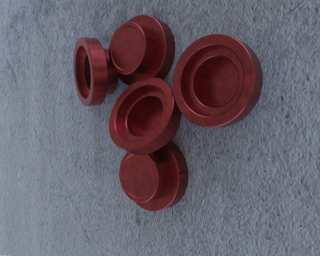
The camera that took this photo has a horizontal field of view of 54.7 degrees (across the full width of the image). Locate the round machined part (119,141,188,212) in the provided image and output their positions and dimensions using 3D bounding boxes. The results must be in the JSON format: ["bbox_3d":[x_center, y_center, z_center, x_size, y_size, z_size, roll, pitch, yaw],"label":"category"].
[{"bbox_3d":[-0.015,0.060,0.405,0.098,0.042,0.097,0,90,39],"label":"round machined part"}]

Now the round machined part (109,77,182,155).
[{"bbox_3d":[-0.014,-0.012,0.391,0.098,0.042,0.098,-17,58,29],"label":"round machined part"}]

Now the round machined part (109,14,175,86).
[{"bbox_3d":[-0.031,-0.104,0.418,0.098,0.042,0.097,0,90,39],"label":"round machined part"}]

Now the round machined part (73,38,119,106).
[{"bbox_3d":[-0.093,-0.082,0.456,0.098,0.042,0.097,22,116,57],"label":"round machined part"}]

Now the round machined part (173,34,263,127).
[{"bbox_3d":[0.065,-0.049,0.340,0.098,0.042,0.097,0,90,39],"label":"round machined part"}]
